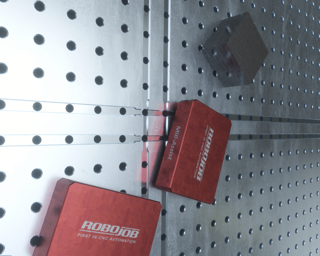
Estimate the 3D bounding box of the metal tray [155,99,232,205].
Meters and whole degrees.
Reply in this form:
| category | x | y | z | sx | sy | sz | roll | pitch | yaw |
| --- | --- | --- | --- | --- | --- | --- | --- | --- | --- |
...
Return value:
| category | x | y | z | sx | sy | sz | roll | pitch | yaw |
| --- | --- | --- | --- | --- | --- | --- | --- | --- | --- |
| metal tray | 0.052 | 0.035 | 0.442 | 0.090 | 0.030 | 0.130 | 26 | 74 | -37 |

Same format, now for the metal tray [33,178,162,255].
| category | x | y | z | sx | sy | sz | roll | pitch | yaw |
| --- | --- | --- | --- | --- | --- | --- | --- | --- | --- |
| metal tray | -0.064 | 0.116 | 0.354 | 0.131 | 0.030 | 0.090 | 24 | 75 | -38 |

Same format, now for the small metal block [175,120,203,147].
| category | x | y | z | sx | sy | sz | roll | pitch | yaw |
| --- | --- | --- | --- | --- | --- | --- | --- | --- | --- |
| small metal block | 0.051 | 0.015 | 0.454 | 0.050 | 0.025 | 0.050 | 27 | 73 | -37 |

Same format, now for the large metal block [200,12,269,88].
| category | x | y | z | sx | sy | sz | roll | pitch | yaw |
| --- | --- | --- | --- | --- | --- | --- | --- | --- | --- |
| large metal block | 0.122 | -0.124 | 0.498 | 0.080 | 0.050 | 0.080 | 50 | 60 | -29 |
